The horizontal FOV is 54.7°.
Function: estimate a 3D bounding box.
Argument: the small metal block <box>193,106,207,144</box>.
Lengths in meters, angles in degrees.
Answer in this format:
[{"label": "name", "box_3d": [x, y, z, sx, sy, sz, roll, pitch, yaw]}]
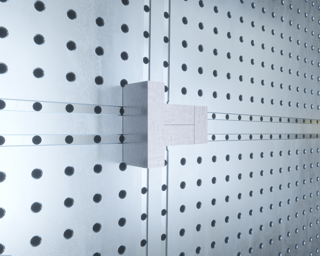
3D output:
[{"label": "small metal block", "box_3d": [0.038, -0.004, 0.426, 0.025, 0.050, 0.050, 0, 90, -40]}]

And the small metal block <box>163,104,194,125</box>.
[{"label": "small metal block", "box_3d": [0.009, -0.017, 0.401, 0.050, 0.050, 0.025, 0, 91, -40]}]

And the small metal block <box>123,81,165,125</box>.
[{"label": "small metal block", "box_3d": [-0.020, -0.029, 0.377, 0.025, 0.050, 0.050, 0, 90, -40]}]

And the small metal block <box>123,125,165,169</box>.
[{"label": "small metal block", "box_3d": [-0.020, 0.021, 0.377, 0.025, 0.050, 0.050, 0, 90, -40]}]

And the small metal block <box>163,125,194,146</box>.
[{"label": "small metal block", "box_3d": [0.009, 0.009, 0.401, 0.050, 0.050, 0.025, 0, 91, -40]}]
